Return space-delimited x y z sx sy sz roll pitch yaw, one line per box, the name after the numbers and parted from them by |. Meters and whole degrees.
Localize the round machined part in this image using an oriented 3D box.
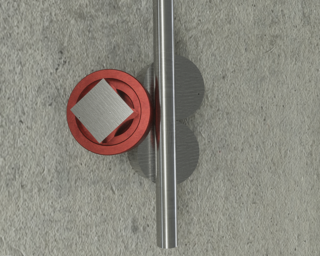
-0.055 -0.017 0.367 0.098 0.042 0.097 0 88 9 | round machined part

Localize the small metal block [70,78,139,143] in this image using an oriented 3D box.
-0.061 -0.018 0.345 0.050 0.025 0.050 -43 82 4 | small metal block

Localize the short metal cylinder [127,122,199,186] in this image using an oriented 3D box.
0.003 0.030 0.398 0.081 0.050 0.080 0 89 -20 | short metal cylinder

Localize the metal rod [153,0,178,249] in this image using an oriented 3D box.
0.006 -0.014 0.360 0.025 0.025 0.298 -1 90 -20 | metal rod

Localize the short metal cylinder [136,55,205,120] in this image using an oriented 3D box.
0.010 -0.050 0.401 0.081 0.050 0.079 0 90 -20 | short metal cylinder
